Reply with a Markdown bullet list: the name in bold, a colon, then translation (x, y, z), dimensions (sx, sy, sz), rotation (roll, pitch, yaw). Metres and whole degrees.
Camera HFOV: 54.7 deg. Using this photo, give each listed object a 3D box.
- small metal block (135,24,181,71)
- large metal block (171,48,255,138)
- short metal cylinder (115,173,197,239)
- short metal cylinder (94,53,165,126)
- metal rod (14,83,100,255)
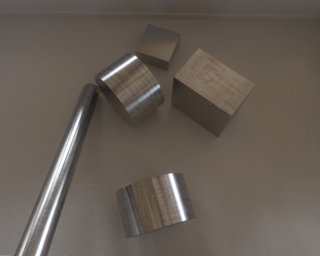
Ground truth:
- **small metal block**: translation (-0.002, -0.118, 0.453), dimensions (0.050, 0.025, 0.050), rotation (20, 71, 6)
- **large metal block**: translation (0.063, -0.042, 0.396), dimensions (0.080, 0.080, 0.050), rotation (36, 74, 12)
- **short metal cylinder**: translation (-0.005, 0.088, 0.348), dimensions (0.081, 0.080, 0.050), rotation (-15, 71, -6)
- **short metal cylinder**: translation (-0.039, -0.048, 0.398), dimensions (0.050, 0.080, 0.080), rotation (-39, 75, -13)
- **metal rod**: translation (-0.102, 0.049, 0.318), dimensions (0.025, 0.025, 0.300), rotation (3, 42, 1)
